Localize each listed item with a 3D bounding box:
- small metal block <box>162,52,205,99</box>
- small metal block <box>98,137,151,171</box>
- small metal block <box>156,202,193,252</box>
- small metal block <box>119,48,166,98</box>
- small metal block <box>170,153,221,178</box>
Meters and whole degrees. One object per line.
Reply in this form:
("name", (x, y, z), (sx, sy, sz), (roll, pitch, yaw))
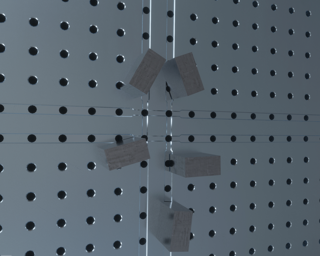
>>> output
("small metal block", (0.029, -0.067, 0.409), (0.025, 0.050, 0.050), (-22, 98, -19))
("small metal block", (-0.046, 0.030, 0.382), (0.050, 0.050, 0.025), (-15, 95, -19))
("small metal block", (0.018, 0.128, 0.406), (0.025, 0.050, 0.050), (8, 88, -20))
("small metal block", (-0.023, -0.067, 0.391), (0.025, 0.050, 0.050), (31, 80, -17))
("small metal block", (0.046, 0.049, 0.416), (0.050, 0.050, 0.025), (-1, 91, -20))
